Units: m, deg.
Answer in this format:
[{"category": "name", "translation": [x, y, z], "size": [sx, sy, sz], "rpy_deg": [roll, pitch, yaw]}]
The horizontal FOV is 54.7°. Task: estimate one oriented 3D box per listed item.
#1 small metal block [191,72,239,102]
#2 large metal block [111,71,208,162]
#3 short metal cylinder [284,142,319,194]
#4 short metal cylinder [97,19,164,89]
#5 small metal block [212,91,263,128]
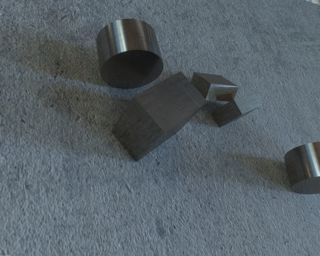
[{"category": "small metal block", "translation": [0.081, -0.063, 0.470], "size": [0.050, 0.025, 0.050], "rpy_deg": [2, 27, -27]}, {"category": "large metal block", "translation": [-0.002, -0.013, 0.376], "size": [0.081, 0.080, 0.050], "rpy_deg": [-34, 81, -38]}, {"category": "short metal cylinder", "translation": [0.230, 0.060, 0.455], "size": [0.081, 0.080, 0.050], "rpy_deg": [12, 57, -22]}, {"category": "short metal cylinder", "translation": [-0.040, -0.094, 0.405], "size": [0.081, 0.080, 0.050], "rpy_deg": [1, 61, -28]}, {"category": "small metal block", "translation": [0.115, -0.028, 0.465], "size": [0.050, 0.050, 0.025], "rpy_deg": [-22, 81, -36]}]
